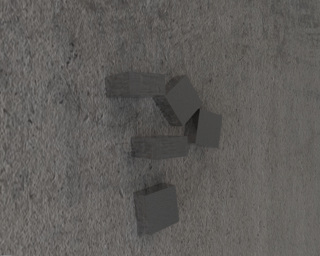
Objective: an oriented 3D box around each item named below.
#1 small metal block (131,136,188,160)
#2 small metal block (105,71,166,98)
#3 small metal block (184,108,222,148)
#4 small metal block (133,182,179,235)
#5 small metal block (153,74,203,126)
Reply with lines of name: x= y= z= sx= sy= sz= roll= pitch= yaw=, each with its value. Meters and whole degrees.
small metal block: x=-0.001 y=0.023 z=0.387 sx=0.050 sy=0.050 sz=0.025 roll=-3 pitch=92 yaw=-40
small metal block: x=-0.029 y=-0.049 z=0.364 sx=0.050 sy=0.050 sz=0.025 roll=-3 pitch=93 yaw=-40
small metal block: x=0.064 y=0.001 z=0.458 sx=0.050 sy=0.025 sz=0.050 roll=14 pitch=82 yaw=-39
small metal block: x=-0.004 y=0.103 z=0.401 sx=0.050 sy=0.025 sz=0.050 roll=-11 pitch=97 yaw=-39
small metal block: x=0.025 y=-0.037 z=0.425 sx=0.050 sy=0.025 sz=0.050 roll=-48 pitch=118 yaw=-29
